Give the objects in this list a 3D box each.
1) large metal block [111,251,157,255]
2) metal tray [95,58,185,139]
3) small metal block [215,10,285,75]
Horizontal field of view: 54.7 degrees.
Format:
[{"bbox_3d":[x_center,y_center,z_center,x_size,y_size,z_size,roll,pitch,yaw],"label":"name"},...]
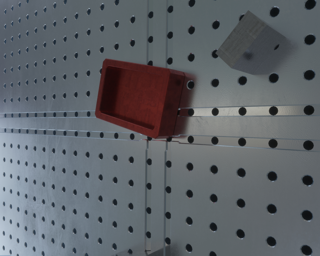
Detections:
[{"bbox_3d":[-0.042,0.220,0.428,0.080,0.050,0.080,-21,77,38],"label":"large metal block"},{"bbox_3d":[-0.033,-0.044,0.433,0.130,0.030,0.089,18,101,38],"label":"metal tray"},{"bbox_3d":[0.093,-0.085,0.317,0.025,0.050,0.050,52,121,27],"label":"small metal block"}]
